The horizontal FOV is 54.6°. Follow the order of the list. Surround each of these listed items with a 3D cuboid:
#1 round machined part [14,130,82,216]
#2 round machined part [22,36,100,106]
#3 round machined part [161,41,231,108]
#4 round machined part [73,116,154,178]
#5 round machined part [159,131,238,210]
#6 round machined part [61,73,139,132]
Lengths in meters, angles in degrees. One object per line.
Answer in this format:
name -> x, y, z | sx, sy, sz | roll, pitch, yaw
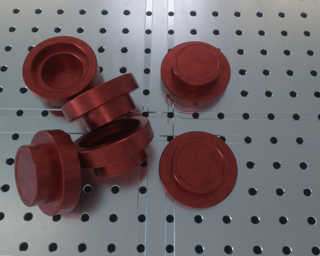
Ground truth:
round machined part -> -0.132, 0.051, 0.352 | 0.042, 0.098, 0.098 | -4, 64, -43
round machined part -> -0.132, -0.074, 0.429 | 0.099, 0.042, 0.098 | 0, 69, 0
round machined part -> 0.050, -0.081, 0.433 | 0.099, 0.042, 0.098 | 0, 70, 0
round machined part -> -0.053, 0.024, 0.374 | 0.099, 0.098, 0.042 | -21, 107, -8
round machined part -> 0.048, 0.050, 0.385 | 0.099, 0.042, 0.098 | 0, 70, 0
round machined part -> -0.069, -0.028, 0.388 | 0.098, 0.098, 0.042 | -28, 97, -10
